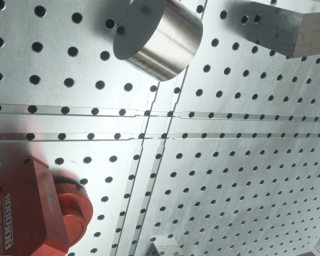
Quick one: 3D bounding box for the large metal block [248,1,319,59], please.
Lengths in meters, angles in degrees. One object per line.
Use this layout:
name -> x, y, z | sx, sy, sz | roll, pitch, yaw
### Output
large metal block -> 0.173, -0.129, 0.390 | 0.081, 0.080, 0.050 | -13, 124, -22

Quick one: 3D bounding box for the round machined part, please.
round machined part -> -0.133, 0.122, 0.396 | 0.099, 0.042, 0.097 | -18, 131, -22

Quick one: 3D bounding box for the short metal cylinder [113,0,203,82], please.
short metal cylinder -> -0.003, -0.094, 0.315 | 0.050, 0.080, 0.080 | 24, 105, -37

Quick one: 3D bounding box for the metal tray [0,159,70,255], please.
metal tray -> -0.150, 0.103, 0.325 | 0.090, 0.130, 0.030 | -42, 129, 0

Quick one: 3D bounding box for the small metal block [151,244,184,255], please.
small metal block -> 0.009, 0.242, 0.566 | 0.050, 0.025, 0.050 | 9, 114, -33
